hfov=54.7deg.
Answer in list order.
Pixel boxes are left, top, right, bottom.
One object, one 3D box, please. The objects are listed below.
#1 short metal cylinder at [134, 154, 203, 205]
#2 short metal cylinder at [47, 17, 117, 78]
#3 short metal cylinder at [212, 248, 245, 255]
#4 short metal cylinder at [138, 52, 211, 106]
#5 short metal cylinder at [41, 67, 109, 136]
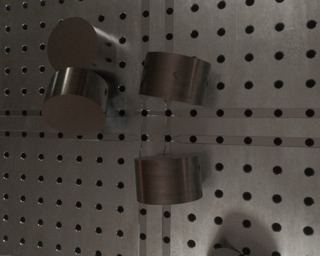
[{"bbox_3d":[0.010,0.060,0.379,0.080,0.080,0.050,-4,89,19],"label":"short metal cylinder"},{"bbox_3d":[-0.109,-0.108,0.436,0.080,0.050,0.079,0,90,19],"label":"short metal cylinder"},{"bbox_3d":[0.086,0.184,0.353,0.080,0.080,0.050,27,99,17],"label":"short metal cylinder"},{"bbox_3d":[0.018,-0.058,0.376,0.080,0.080,0.050,12,94,19],"label":"short metal cylinder"},{"bbox_3d":[-0.111,-0.034,0.414,0.080,0.080,0.050,-18,48,19],"label":"short metal cylinder"}]
